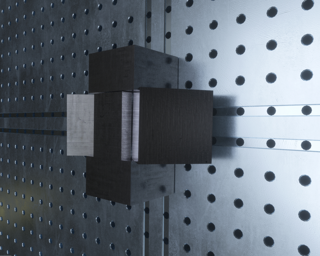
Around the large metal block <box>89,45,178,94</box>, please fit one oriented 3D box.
[{"bbox_3d":[-0.034,-0.068,0.398,0.080,0.081,0.050,2,91,39],"label":"large metal block"}]

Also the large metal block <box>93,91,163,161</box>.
[{"bbox_3d":[-0.037,-0.003,0.401,0.050,0.081,0.079,1,91,40],"label":"large metal block"}]

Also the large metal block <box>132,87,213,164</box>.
[{"bbox_3d":[0.012,-0.002,0.351,0.050,0.081,0.079,-177,88,-77],"label":"large metal block"}]

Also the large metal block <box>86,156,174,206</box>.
[{"bbox_3d":[-0.038,0.061,0.401,0.080,0.081,0.050,2,91,39],"label":"large metal block"}]

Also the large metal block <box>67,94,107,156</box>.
[{"bbox_3d":[-0.095,-0.005,0.441,0.050,0.080,0.079,0,91,0],"label":"large metal block"}]
